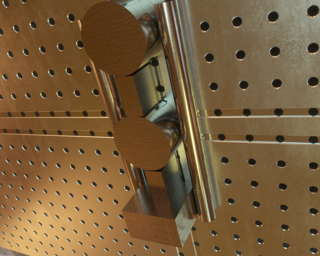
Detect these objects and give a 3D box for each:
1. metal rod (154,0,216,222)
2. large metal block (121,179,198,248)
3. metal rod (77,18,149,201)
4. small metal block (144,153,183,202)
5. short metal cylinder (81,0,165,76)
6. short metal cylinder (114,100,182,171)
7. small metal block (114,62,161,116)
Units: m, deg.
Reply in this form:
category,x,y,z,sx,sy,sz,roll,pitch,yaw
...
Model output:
category,x,y,z,sx,sy,sz,roll,pitch,yaw
metal rod,0.037,-0.002,0.389,0.025,0.025,0.298,1,119,28
large metal block,0.005,0.116,0.445,0.080,0.080,0.050,1,119,28
metal rod,-0.055,-0.003,0.438,0.025,0.025,0.298,1,119,28
small metal block,0.006,0.066,0.431,0.025,0.050,0.050,0,119,28
short metal cylinder,-0.041,-0.105,0.351,0.080,0.050,0.079,13,124,21
short metal cylinder,-0.013,0.009,0.407,0.080,0.050,0.079,13,124,21
small metal block,-0.025,-0.048,0.377,0.025,0.050,0.050,1,119,28
